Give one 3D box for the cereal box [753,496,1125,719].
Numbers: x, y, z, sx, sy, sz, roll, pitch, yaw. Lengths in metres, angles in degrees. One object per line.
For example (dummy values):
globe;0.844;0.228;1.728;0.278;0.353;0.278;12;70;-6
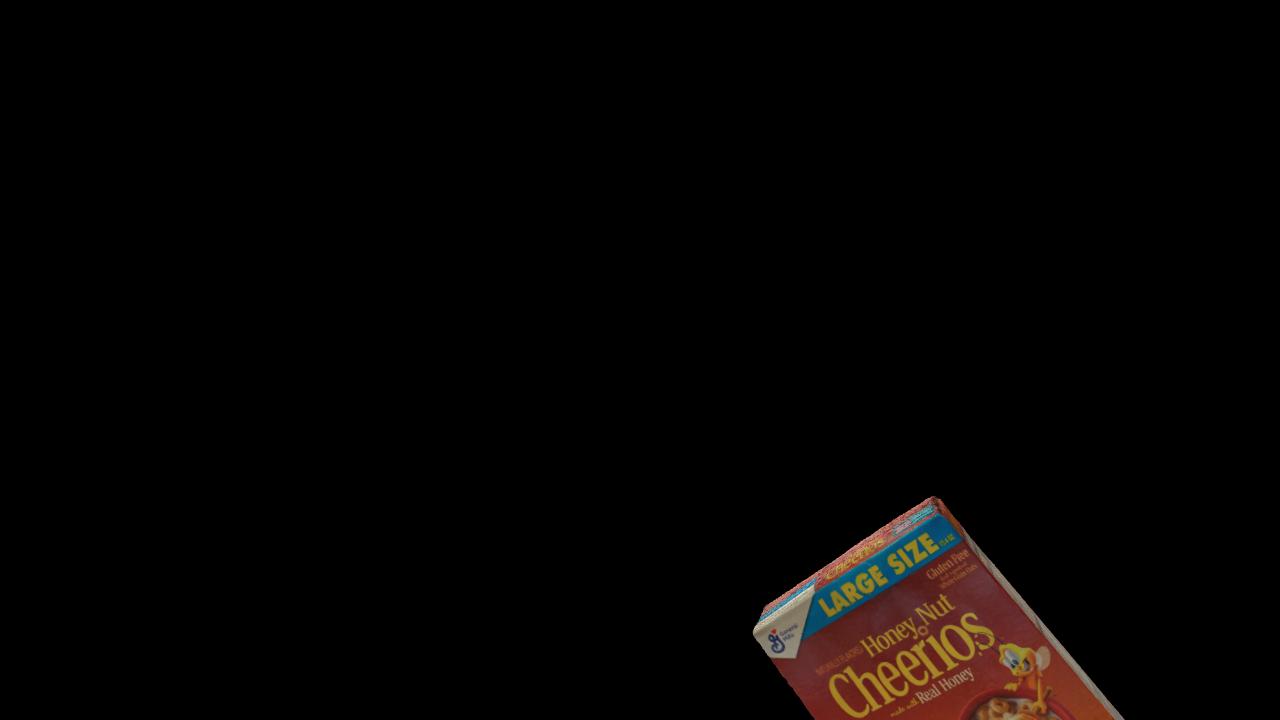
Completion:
cereal box;0.270;0.299;0.523;0.203;0.306;0.081;-41;-12;18
